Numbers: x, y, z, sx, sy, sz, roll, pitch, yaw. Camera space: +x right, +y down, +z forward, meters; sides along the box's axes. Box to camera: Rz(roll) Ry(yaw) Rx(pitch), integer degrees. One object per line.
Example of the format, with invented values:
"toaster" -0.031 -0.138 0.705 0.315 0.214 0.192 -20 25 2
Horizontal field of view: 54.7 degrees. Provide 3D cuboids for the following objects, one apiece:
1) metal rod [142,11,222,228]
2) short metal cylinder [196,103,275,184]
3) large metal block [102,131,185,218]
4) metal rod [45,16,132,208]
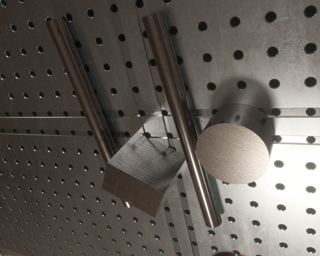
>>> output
"metal rod" 0.035 0.007 0.395 0.025 0.025 0.298 -4 117 30
"short metal cylinder" 0.088 0.018 0.359 0.080 0.050 0.079 13 124 20
"large metal block" -0.019 0.060 0.422 0.080 0.080 0.050 26 127 11
"metal rod" -0.091 -0.008 0.452 0.025 0.025 0.298 -4 117 30
